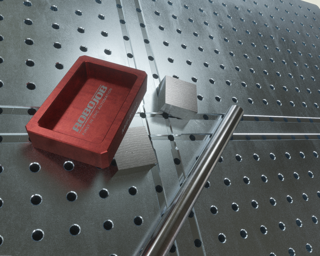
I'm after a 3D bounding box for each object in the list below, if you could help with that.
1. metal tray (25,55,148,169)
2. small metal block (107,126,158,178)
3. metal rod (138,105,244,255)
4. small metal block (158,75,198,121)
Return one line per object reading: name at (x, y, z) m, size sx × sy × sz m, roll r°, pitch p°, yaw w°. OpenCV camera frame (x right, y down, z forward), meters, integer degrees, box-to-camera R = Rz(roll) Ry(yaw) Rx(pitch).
metal tray at (-0.077, -0.025, 0.358) m, size 0.090 × 0.030 × 0.130 m, roll 16°, pitch 52°, yaw 7°
small metal block at (-0.037, 0.028, 0.371) m, size 0.050 × 0.025 × 0.050 m, roll -7°, pitch 65°, yaw -31°
metal rod at (0.047, 0.065, 0.392) m, size 0.025 × 0.025 × 0.301 m, roll 40°, pitch 51°, yaw -1°
small metal block at (0.025, -0.043, 0.448) m, size 0.050 × 0.025 × 0.050 m, roll 14°, pitch 56°, yaw -20°
